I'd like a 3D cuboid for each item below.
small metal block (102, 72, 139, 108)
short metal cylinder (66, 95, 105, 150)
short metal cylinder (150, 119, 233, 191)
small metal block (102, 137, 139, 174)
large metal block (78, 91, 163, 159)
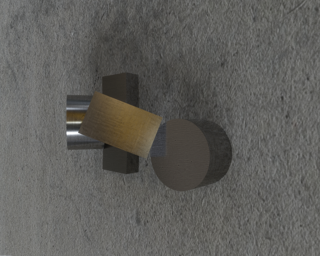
[{"bbox_3d":[-0.058,-0.051,0.451,0.050,0.025,0.050,-1,89,39],"label":"small metal block"},{"bbox_3d":[-0.109,-0.008,0.454,0.080,0.050,0.079,180,89,-75],"label":"short metal cylinder"},{"bbox_3d":[0.036,0.029,0.359,0.080,0.050,0.079,0,90,39],"label":"short metal cylinder"},{"bbox_3d":[-0.057,0.037,0.450,0.050,0.025,0.050,4,92,39],"label":"small metal block"},{"bbox_3d":[-0.047,-0.002,0.383,0.080,0.080,0.050,21,87,-5],"label":"large metal block"}]
